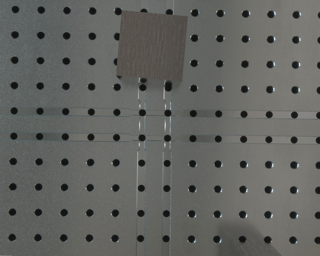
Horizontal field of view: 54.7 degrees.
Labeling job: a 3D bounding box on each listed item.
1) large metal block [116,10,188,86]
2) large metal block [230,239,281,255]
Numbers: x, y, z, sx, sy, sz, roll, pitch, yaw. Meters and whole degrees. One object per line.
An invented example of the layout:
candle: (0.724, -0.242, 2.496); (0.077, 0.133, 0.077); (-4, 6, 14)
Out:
large metal block: (-0.010, -0.100, 0.401); (0.081, 0.050, 0.079); (5, 90, -1)
large metal block: (0.122, 0.195, 0.388); (0.050, 0.080, 0.079); (2, 90, 0)
